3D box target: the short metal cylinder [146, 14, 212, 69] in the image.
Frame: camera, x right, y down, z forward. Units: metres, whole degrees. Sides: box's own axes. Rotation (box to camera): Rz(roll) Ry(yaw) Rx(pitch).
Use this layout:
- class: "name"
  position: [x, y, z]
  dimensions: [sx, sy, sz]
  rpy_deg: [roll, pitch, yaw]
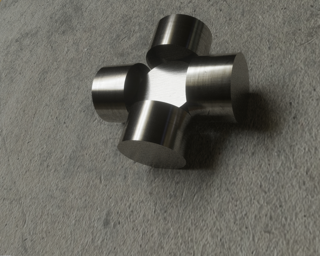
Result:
- class: "short metal cylinder"
  position: [0.026, -0.105, 0.419]
  dimensions: [0.080, 0.080, 0.050]
  rpy_deg: [2, 63, 28]

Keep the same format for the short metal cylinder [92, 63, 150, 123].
- class: "short metal cylinder"
  position: [-0.046, -0.047, 0.422]
  dimensions: [0.050, 0.080, 0.080]
  rpy_deg: [2, 63, 29]

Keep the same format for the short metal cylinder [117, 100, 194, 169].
- class: "short metal cylinder"
  position: [-0.004, 0.010, 0.364]
  dimensions: [0.080, 0.080, 0.050]
  rpy_deg: [0, 62, 28]

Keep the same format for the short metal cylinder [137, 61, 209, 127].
- class: "short metal cylinder"
  position: [0.018, -0.040, 0.404]
  dimensions: [0.080, 0.050, 0.080]
  rpy_deg: [-13, 56, 20]

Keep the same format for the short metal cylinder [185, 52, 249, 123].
- class: "short metal cylinder"
  position: [0.069, -0.046, 0.361]
  dimensions: [0.050, 0.080, 0.080]
  rpy_deg: [2, 63, 29]
